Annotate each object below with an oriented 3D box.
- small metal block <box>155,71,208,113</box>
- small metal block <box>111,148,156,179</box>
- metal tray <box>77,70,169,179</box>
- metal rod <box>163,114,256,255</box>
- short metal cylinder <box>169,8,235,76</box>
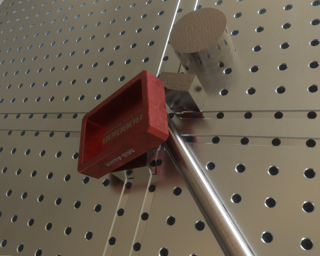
[{"bbox_3d":[0.028,-0.047,0.405,0.050,0.050,0.025,12,68,33],"label":"small metal block"},{"bbox_3d":[-0.034,0.036,0.403,0.050,0.025,0.050,-13,56,20],"label":"small metal block"},{"bbox_3d":[-0.050,-0.002,0.385,0.130,0.030,0.090,-31,47,32],"label":"metal tray"},{"bbox_3d":[0.029,0.040,0.367,0.025,0.025,0.300,-34,52,5],"label":"metal rod"},{"bbox_3d":[0.060,-0.120,0.434,0.080,0.050,0.080,-13,56,20],"label":"short metal cylinder"}]
